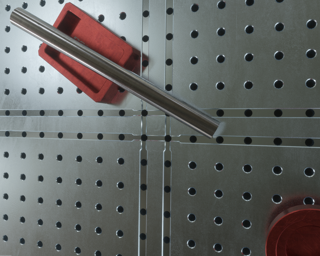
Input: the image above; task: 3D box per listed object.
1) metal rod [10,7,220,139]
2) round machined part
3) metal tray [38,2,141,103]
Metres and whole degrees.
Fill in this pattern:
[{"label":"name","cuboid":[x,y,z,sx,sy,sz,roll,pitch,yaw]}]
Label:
[{"label":"metal rod","cuboid":[-0.060,-0.072,0.399,0.301,0.025,0.025,30,100,4]},{"label":"round machined part","cuboid":[0.169,0.133,0.344,0.098,0.042,0.097,0,90,19]},{"label":"metal tray","cuboid":[-0.103,-0.107,0.444,0.130,0.030,0.090,38,102,15]}]
